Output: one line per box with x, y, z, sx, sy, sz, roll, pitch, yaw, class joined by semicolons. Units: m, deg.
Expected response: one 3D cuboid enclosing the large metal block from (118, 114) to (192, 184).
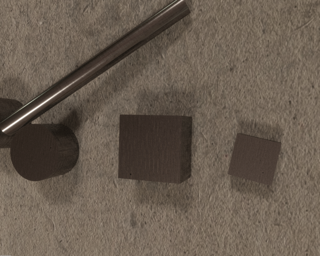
-0.005;0.024;0.397;0.080;0.050;0.079;2;91;19;large metal block

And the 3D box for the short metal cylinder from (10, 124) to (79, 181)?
-0.167;0.034;0.452;0.080;0.050;0.079;0;91;18;short metal cylinder

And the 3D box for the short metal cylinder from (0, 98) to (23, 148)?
-0.253;-0.008;0.480;0.080;0.050;0.079;0;89;23;short metal cylinder

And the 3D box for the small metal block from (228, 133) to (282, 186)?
0.113;0.036;0.369;0.050;0.025;0.050;13;94;19;small metal block

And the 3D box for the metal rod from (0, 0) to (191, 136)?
-0.093;-0.079;0.419;0.300;0.025;0.025;-32;80;8;metal rod
